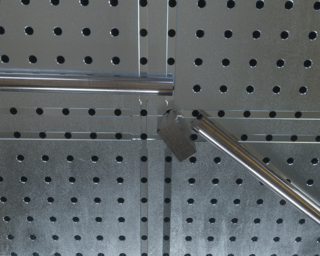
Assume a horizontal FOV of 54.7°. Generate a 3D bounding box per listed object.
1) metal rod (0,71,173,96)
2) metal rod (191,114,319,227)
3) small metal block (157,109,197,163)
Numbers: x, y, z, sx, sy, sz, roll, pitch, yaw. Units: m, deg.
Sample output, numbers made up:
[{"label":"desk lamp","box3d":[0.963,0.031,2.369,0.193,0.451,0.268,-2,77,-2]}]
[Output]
[{"label":"metal rod","box3d":[-0.135,-0.057,0.390,0.302,0.025,0.025,1,110,-1]},{"label":"metal rod","box3d":[0.166,0.079,0.443,0.301,0.025,0.025,37,106,-13]},{"label":"small metal block","box3d":[0.021,0.009,0.403,0.025,0.050,0.050,-34,107,12]}]
